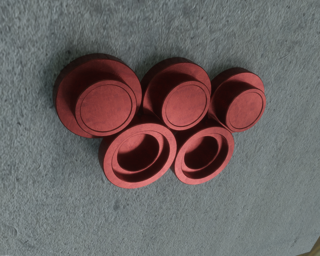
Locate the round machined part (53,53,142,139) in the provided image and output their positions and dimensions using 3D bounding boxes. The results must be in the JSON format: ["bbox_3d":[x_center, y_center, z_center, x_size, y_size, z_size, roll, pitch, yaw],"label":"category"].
[{"bbox_3d":[-0.065,-0.030,0.345,0.099,0.042,0.097,-14,125,-21],"label":"round machined part"}]

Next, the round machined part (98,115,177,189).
[{"bbox_3d":[-0.031,0.026,0.398,0.099,0.042,0.097,-14,125,-21],"label":"round machined part"}]

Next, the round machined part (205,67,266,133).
[{"bbox_3d":[0.110,-0.033,0.439,0.099,0.042,0.097,-14,125,-21],"label":"round machined part"}]

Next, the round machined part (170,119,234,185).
[{"bbox_3d":[0.054,0.030,0.448,0.099,0.042,0.097,-14,125,-21],"label":"round machined part"}]

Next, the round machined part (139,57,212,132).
[{"bbox_3d":[0.024,-0.036,0.390,0.099,0.042,0.097,-14,125,-21],"label":"round machined part"}]
